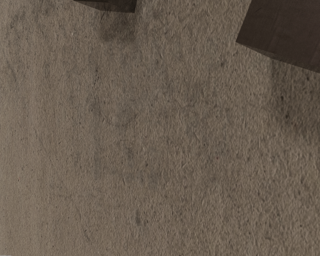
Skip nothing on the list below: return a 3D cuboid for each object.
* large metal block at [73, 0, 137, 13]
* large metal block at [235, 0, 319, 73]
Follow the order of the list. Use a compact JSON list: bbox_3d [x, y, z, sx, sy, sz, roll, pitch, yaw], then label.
[{"bbox_3d":[-0.074,-0.216,0.447,0.080,0.050,0.079,21,103,37],"label":"large metal block"},{"bbox_3d":[0.126,-0.079,0.264,0.080,0.081,0.050,31,109,35],"label":"large metal block"}]
